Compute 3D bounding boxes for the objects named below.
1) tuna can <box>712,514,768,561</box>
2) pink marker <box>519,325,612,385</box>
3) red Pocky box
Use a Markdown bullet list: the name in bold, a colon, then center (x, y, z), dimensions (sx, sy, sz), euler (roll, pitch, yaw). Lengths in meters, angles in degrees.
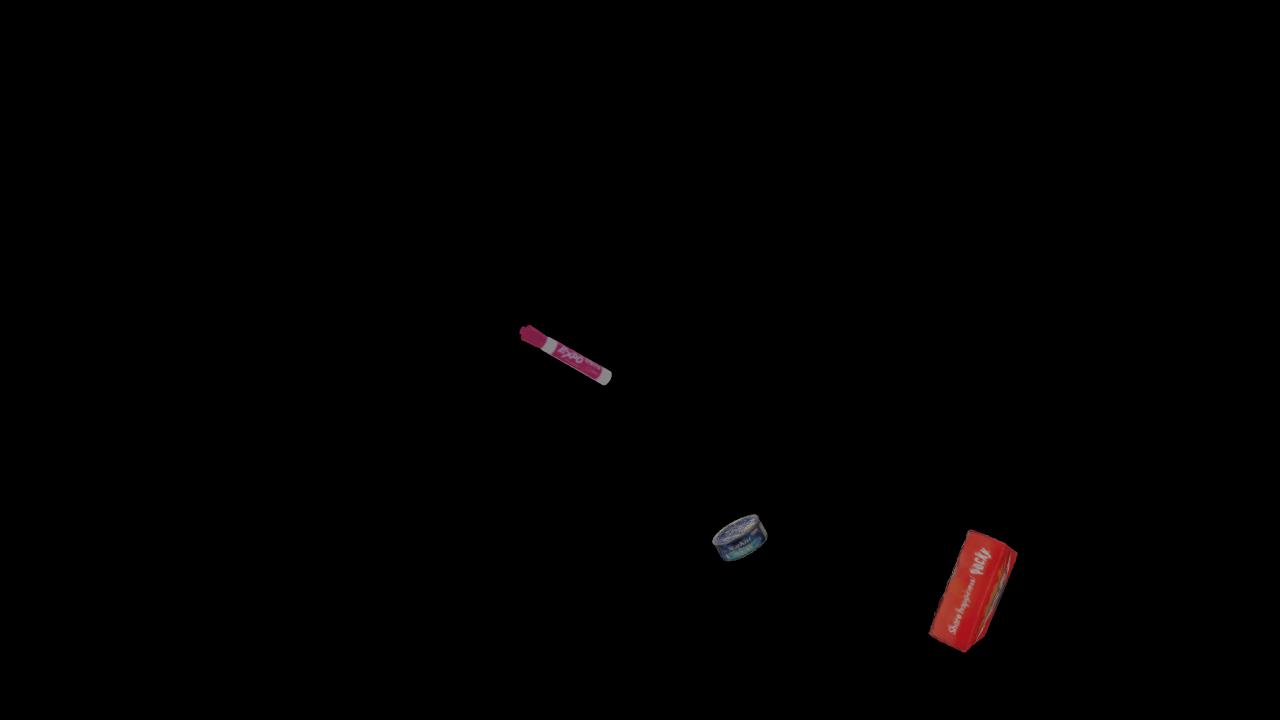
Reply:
- **tuna can**: center (0.158, 0.281, 0.972), dimensions (0.084, 0.034, 0.084), euler (-30, -1, -1)
- **pink marker**: center (-0.083, -0.005, 0.687), dimensions (0.121, 0.020, 0.020), euler (31, -18, -32)
- **red Pocky box**: center (0.268, 0.182, 0.487), dimensions (0.028, 0.083, 0.155), euler (22, -3, 37)
